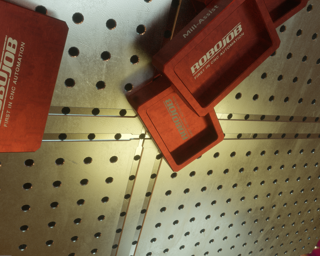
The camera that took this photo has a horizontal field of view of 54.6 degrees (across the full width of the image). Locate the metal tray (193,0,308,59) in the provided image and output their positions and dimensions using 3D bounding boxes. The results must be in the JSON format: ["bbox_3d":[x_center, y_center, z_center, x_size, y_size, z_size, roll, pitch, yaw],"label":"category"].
[{"bbox_3d":[0.111,-0.154,0.372,0.130,0.030,0.090,-37,129,-4],"label":"metal tray"}]

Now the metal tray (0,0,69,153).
[{"bbox_3d":[-0.141,-0.043,0.273,0.091,0.030,0.129,4,108,-50],"label":"metal tray"}]

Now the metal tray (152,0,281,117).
[{"bbox_3d":[0.066,-0.086,0.350,0.130,0.030,0.090,-43,129,1],"label":"metal tray"}]

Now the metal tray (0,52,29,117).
[{"bbox_3d":[-0.197,-0.046,0.271,0.131,0.030,0.090,30,102,-38],"label":"metal tray"}]

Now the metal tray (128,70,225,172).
[{"bbox_3d":[0.027,-0.010,0.415,0.090,0.030,0.130,-34,129,-6],"label":"metal tray"}]
